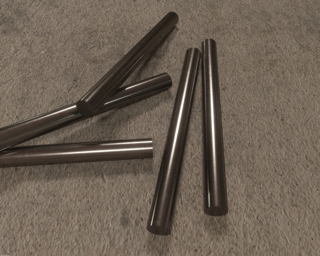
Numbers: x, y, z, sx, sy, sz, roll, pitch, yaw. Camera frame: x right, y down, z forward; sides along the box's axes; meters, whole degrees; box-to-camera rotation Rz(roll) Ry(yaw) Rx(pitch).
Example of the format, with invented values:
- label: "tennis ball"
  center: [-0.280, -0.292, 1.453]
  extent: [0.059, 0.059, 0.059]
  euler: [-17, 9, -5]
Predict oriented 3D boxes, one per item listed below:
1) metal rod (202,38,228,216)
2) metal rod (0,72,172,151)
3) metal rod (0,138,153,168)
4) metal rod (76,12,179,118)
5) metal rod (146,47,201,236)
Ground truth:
- label: "metal rod"
  center: [0.071, -0.026, 0.425]
  extent: [0.025, 0.025, 0.300]
  euler: [4, 50, 2]
- label: "metal rod"
  center: [-0.113, -0.017, 0.395]
  extent: [0.302, 0.025, 0.025]
  euler: [-23, 54, -27]
- label: "metal rod"
  center: [-0.160, 0.033, 0.372]
  extent: [0.302, 0.025, 0.025]
  euler: [-3, 50, -4]
- label: "metal rod"
  center: [-0.032, -0.113, 0.469]
  extent: [0.025, 0.025, 0.301]
  euler: [17, 43, 14]
- label: "metal rod"
  center: [0.027, -0.008, 0.410]
  extent: [0.025, 0.025, 0.300]
  euler: [9, 50, 7]
